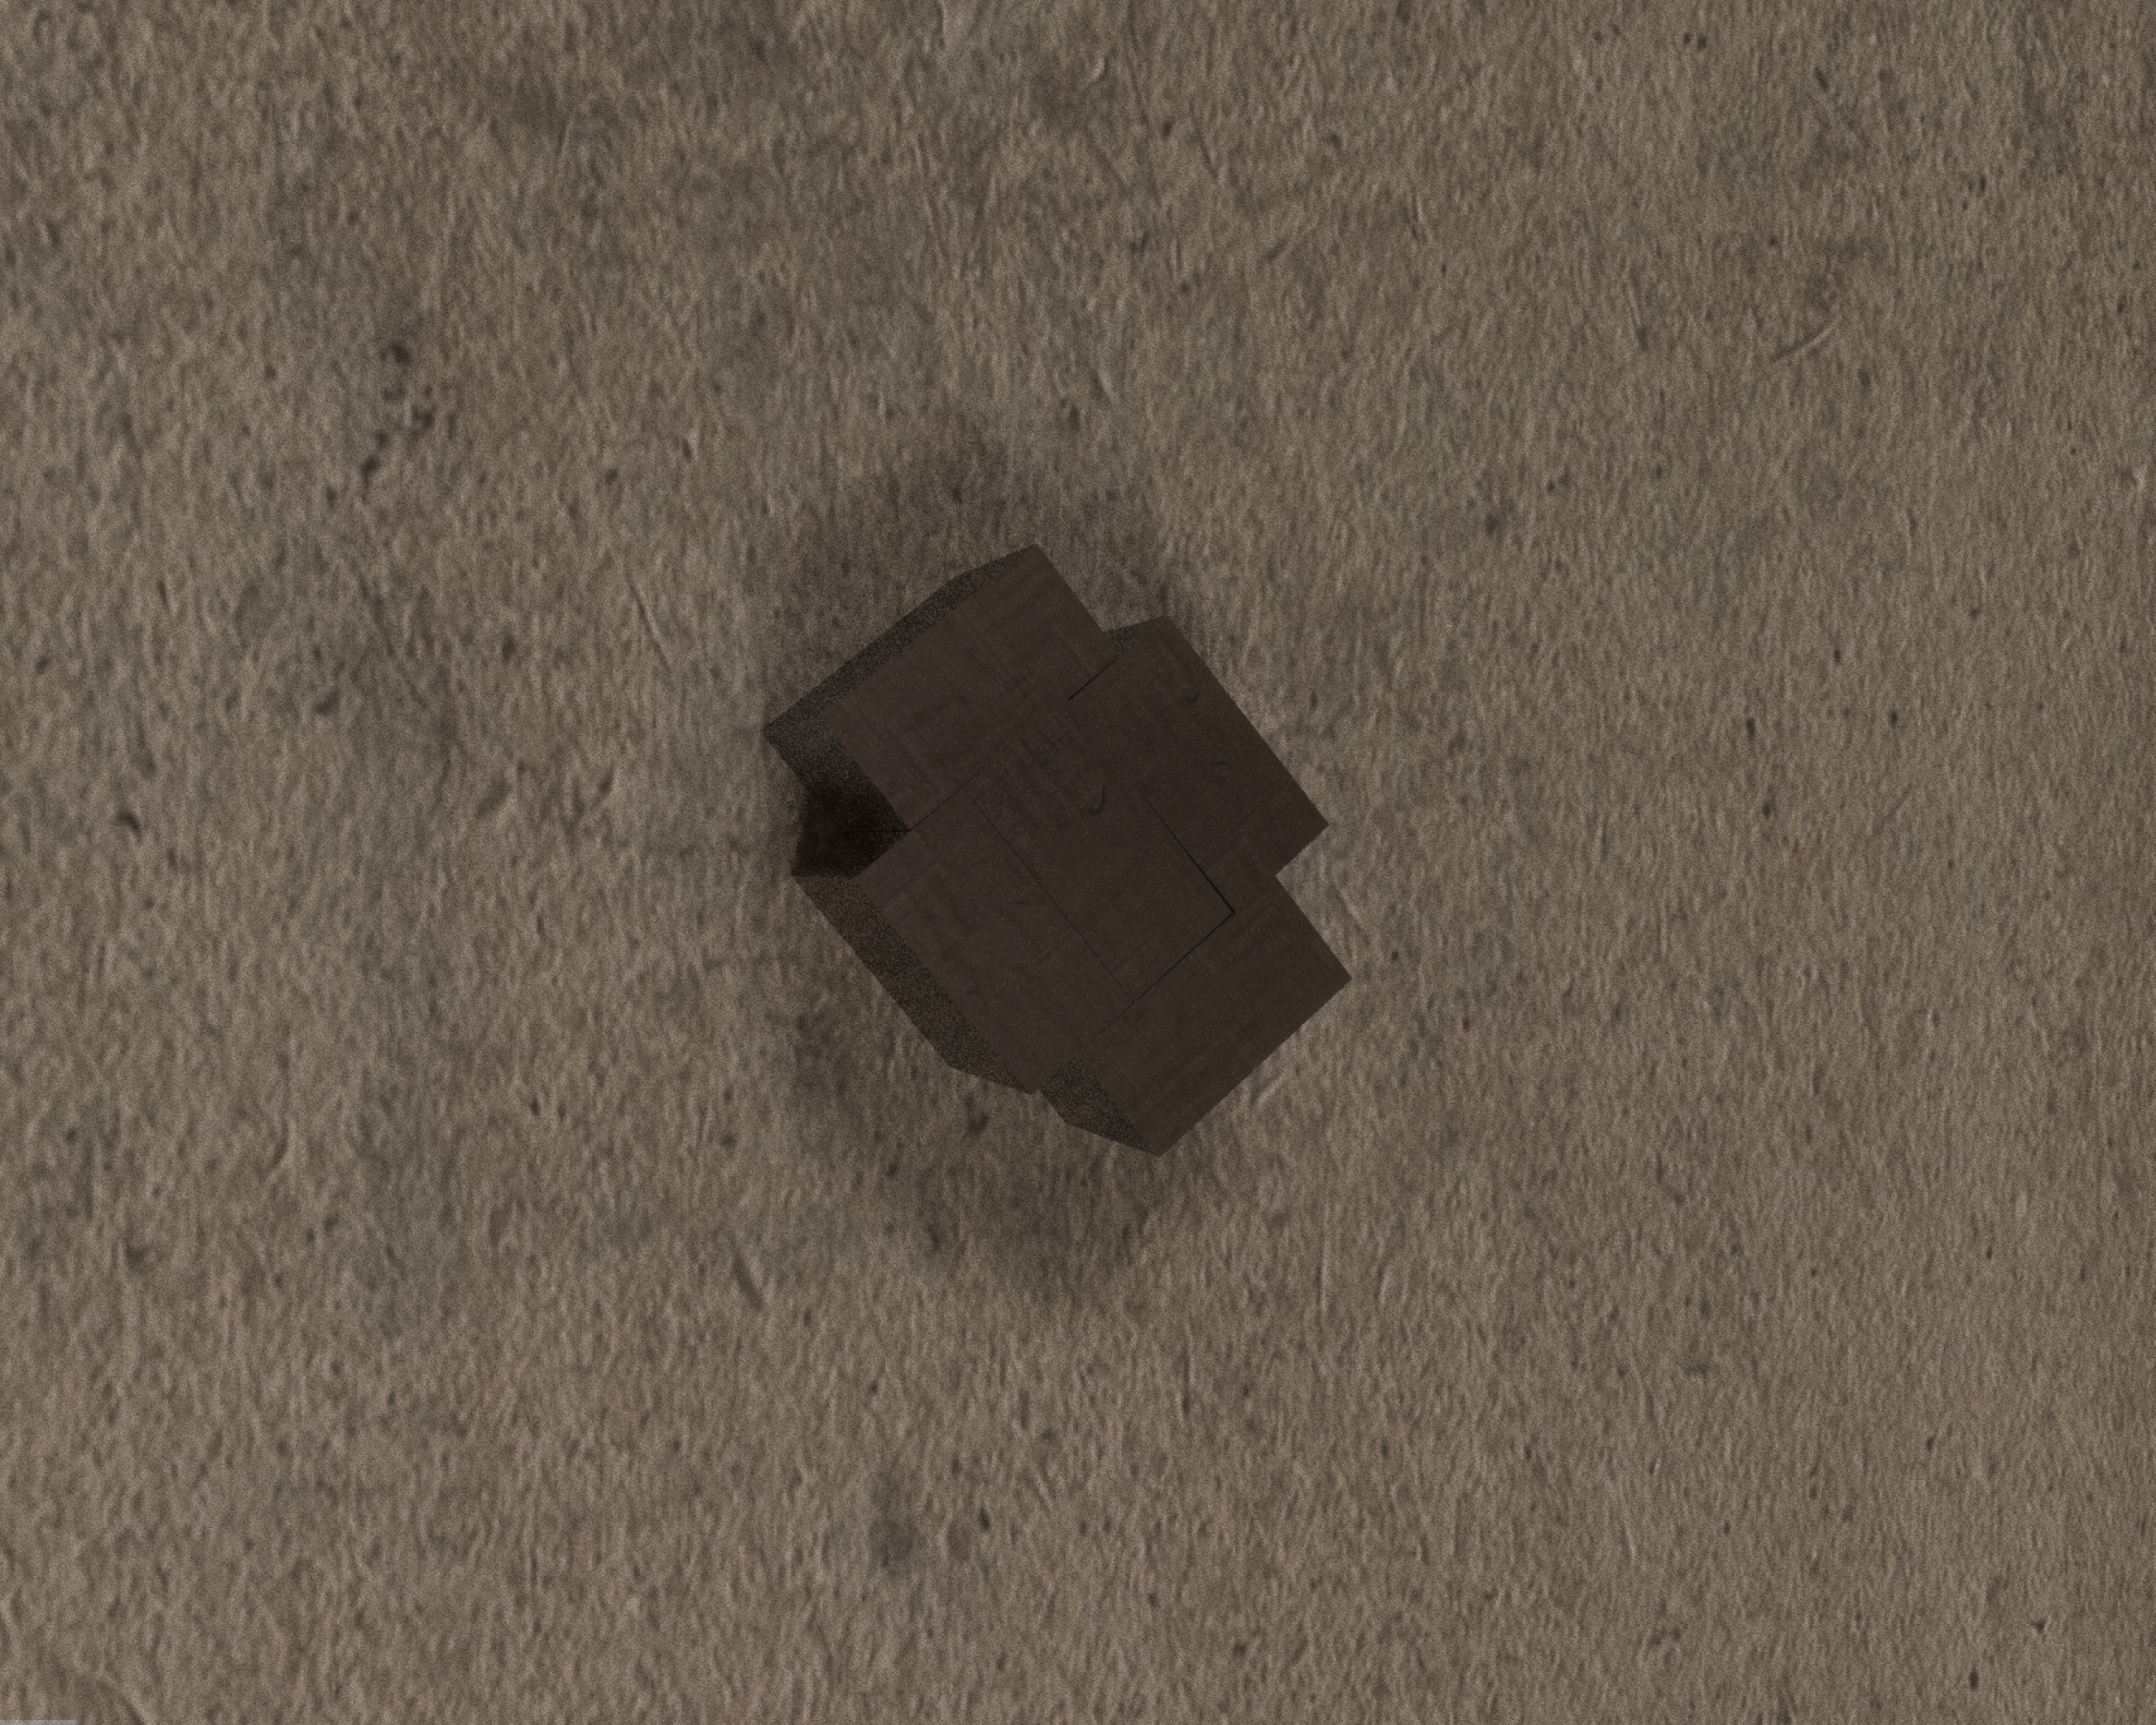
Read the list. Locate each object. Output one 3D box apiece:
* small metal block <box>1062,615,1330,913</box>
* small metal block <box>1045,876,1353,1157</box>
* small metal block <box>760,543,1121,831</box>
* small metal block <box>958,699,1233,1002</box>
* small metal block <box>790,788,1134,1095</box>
[{"bbox_3d":[0.014,-0.018,0.402,0.025,0.050,0.050,-43,104,-15],"label":"small metal block"},{"bbox_3d":[0.017,0.028,0.404,0.050,0.050,0.025,-41,104,-16],"label":"small metal block"},{"bbox_3d":[-0.027,-0.031,0.387,0.050,0.050,0.025,-41,104,-16],"label":"small metal block"},{"bbox_3d":[-0.005,-0.002,0.396,0.025,0.050,0.050,-42,104,-15],"label":"small metal block"},{"bbox_3d":[-0.023,0.014,0.389,0.025,0.050,0.050,-42,104,-15],"label":"small metal block"}]
